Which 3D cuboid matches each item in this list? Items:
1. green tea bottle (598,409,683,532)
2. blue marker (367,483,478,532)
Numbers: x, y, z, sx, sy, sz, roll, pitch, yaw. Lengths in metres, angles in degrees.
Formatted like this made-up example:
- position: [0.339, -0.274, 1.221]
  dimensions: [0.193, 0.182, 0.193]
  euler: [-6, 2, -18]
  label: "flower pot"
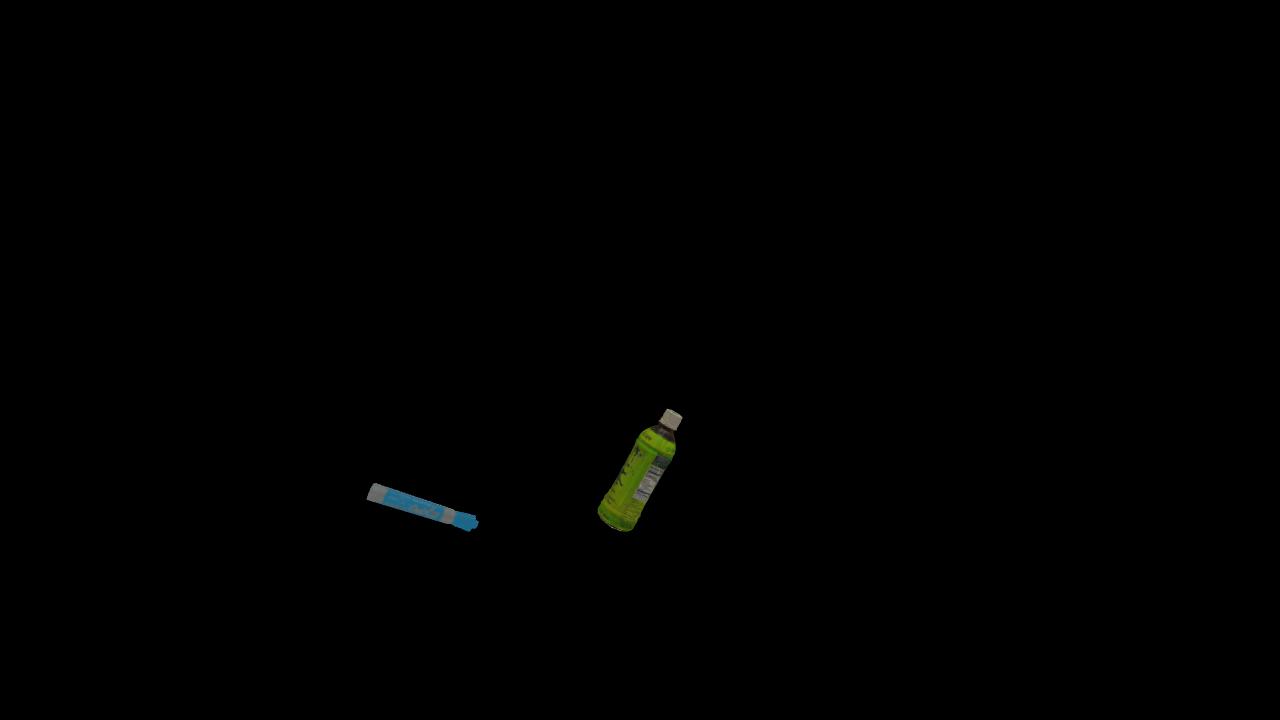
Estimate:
- position: [0.008, 0.179, 1.020]
  dimensions: [0.073, 0.212, 0.073]
  euler: [31, 5, -3]
  label: "green tea bottle"
- position: [-0.235, 0.163, 0.672]
  dimensions: [0.121, 0.020, 0.020]
  euler: [26, -11, -23]
  label: "blue marker"
